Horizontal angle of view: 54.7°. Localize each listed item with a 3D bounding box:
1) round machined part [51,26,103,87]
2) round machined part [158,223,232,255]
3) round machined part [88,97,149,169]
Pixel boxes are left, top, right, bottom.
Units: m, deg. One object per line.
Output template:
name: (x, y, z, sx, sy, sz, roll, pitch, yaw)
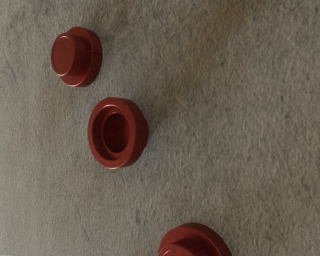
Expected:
round machined part: (-0.142, -0.117, 0.508, 0.098, 0.042, 0.097, 0, 90, 39)
round machined part: (0.035, 0.166, 0.364, 0.098, 0.042, 0.097, 0, 90, 39)
round machined part: (-0.055, 0.007, 0.437, 0.098, 0.042, 0.097, 0, 90, 39)
